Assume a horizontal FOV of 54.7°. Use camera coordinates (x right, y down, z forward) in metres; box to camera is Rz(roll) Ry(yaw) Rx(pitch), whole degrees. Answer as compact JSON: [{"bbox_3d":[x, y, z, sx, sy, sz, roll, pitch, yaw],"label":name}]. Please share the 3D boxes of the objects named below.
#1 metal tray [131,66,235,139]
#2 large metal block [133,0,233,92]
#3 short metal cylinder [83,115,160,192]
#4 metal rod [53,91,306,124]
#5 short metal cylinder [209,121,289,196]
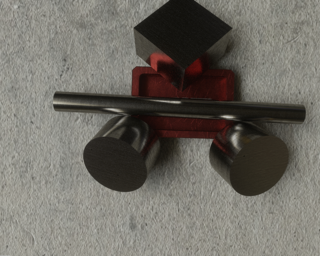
[{"bbox_3d":[0.029,-0.032,0.409,0.131,0.030,0.089,2,90,0],"label":"metal tray"},{"bbox_3d":[0.026,-0.105,0.377,0.080,0.050,0.080,42,73,15],"label":"large metal block"},{"bbox_3d":[-0.045,0.031,0.380,0.080,0.050,0.079,9,123,15],"label":"short metal cylinder"},{"bbox_3d":[0.024,-0.025,0.381,0.302,0.025,0.025,3,90,-1],"label":"metal rod"},{"bbox_3d":[0.109,0.036,0.383,0.081,0.050,0.079,-8,114,-18],"label":"short metal cylinder"}]
